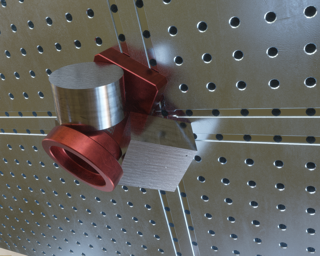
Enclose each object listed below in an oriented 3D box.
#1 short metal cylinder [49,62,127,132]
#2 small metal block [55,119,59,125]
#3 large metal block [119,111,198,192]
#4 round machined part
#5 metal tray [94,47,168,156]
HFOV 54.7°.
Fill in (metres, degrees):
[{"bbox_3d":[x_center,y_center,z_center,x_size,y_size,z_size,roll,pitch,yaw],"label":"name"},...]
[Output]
[{"bbox_3d":[-0.080,-0.038,0.353,0.080,0.080,0.050,13,124,21],"label":"short metal cylinder"},{"bbox_3d":[-0.110,0.002,0.412,0.025,0.050,0.050,18,125,18],"label":"small metal block"},{"bbox_3d":[-0.009,0.032,0.395,0.081,0.050,0.079,11,129,-16],"label":"large metal block"},{"bbox_3d":[-0.084,0.029,0.365,0.098,0.042,0.098,24,150,15],"label":"round machined part"},{"bbox_3d":[-0.054,-0.030,0.417,0.090,0.030,0.129,30,128,8],"label":"metal tray"}]
